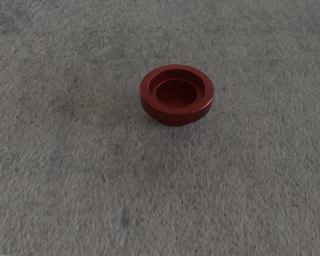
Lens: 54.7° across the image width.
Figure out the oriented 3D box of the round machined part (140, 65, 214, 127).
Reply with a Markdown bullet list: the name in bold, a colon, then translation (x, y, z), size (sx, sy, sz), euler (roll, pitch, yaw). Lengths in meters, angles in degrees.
- **round machined part**: translation (0.023, -0.041, 0.427), size (0.099, 0.042, 0.098), euler (0, 50, 0)
